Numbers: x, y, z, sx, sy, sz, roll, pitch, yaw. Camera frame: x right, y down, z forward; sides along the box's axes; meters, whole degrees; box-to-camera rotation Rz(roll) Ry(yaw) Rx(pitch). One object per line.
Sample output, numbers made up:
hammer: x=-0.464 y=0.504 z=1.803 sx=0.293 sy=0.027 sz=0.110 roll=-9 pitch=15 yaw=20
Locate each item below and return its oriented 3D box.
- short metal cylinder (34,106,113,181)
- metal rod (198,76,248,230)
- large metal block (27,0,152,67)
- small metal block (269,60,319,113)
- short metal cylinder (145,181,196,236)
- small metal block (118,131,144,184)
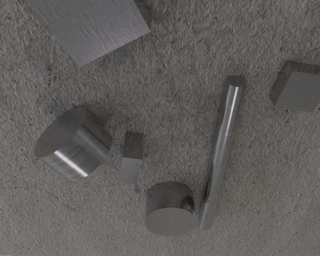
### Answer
short metal cylinder: x=-0.107 y=0.019 z=0.386 sx=0.080 sy=0.080 sz=0.050 roll=-26 pitch=126 yaw=20
metal rod: x=0.085 y=0.059 z=0.458 sx=0.025 sy=0.025 sz=0.298 roll=1 pitch=130 yaw=-1
large metal block: x=-0.063 y=-0.117 z=0.291 sx=0.080 sy=0.050 sz=0.080 roll=-22 pitch=127 yaw=17
small metal block: x=0.166 y=-0.049 z=0.368 sx=0.050 sy=0.025 sz=0.050 roll=8 pitch=130 yaw=-7
short metal cylinder: x=0.017 y=0.132 z=0.504 sx=0.081 sy=0.050 sz=0.079 roll=0 pitch=130 yaw=0
small metal block: x=-0.040 y=0.041 z=0.425 sx=0.025 sy=0.050 sz=0.050 roll=9 pitch=130 yaw=-8
